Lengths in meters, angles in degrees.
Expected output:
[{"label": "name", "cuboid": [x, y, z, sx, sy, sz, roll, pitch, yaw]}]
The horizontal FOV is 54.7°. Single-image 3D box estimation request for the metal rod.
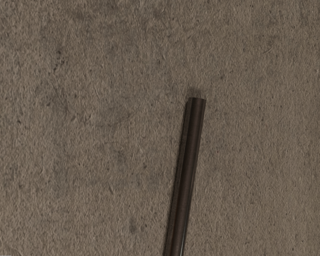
[{"label": "metal rod", "cuboid": [0.029, 0.107, 0.421, 0.025, 0.025, 0.298, 10, 87, -20]}]
